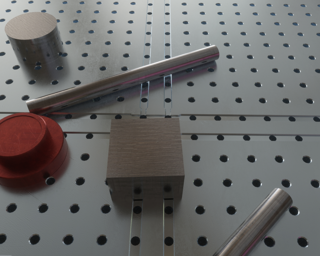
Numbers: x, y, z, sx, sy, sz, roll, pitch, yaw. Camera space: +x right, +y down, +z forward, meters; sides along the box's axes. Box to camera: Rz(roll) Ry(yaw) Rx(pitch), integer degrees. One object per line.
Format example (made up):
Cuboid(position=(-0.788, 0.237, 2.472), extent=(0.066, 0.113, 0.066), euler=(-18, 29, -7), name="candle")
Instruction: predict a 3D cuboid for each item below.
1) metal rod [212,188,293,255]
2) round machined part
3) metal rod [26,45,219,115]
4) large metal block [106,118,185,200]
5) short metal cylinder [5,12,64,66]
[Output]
Cuboid(position=(0.027, 0.156, 0.276), extent=(0.302, 0.025, 0.025), euler=(-36, 59, -27), name="metal rod")
Cuboid(position=(-0.168, 0.019, 0.378), extent=(0.099, 0.042, 0.098), euler=(0, 50, 0), name="round machined part")
Cuboid(position=(-0.044, -0.075, 0.470), extent=(0.302, 0.025, 0.025), euler=(-20, 53, -17), name="metal rod")
Cuboid(position=(-0.016, 0.035, 0.362), extent=(0.081, 0.050, 0.080), euler=(-1, 50, -2), name="large metal block")
Cuboid(position=(-0.206, -0.149, 0.514), extent=(0.081, 0.050, 0.080), euler=(0, 50, 0), name="short metal cylinder")
